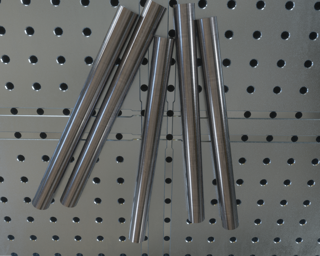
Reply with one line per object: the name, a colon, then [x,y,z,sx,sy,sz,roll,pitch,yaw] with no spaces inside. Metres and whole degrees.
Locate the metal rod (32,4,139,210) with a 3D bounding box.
metal rod: [-0.105,-0.014,0.407,0.025,0.025,0.298,26,108,-9]

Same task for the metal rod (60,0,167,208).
metal rod: [-0.068,-0.019,0.406,0.025,0.025,0.298,24,108,-9]

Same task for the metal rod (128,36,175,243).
metal rod: [-0.015,0.029,0.424,0.025,0.025,0.298,7,110,-3]

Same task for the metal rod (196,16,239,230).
metal rod: [0.080,0.008,0.417,0.025,0.025,0.298,-9,110,3]

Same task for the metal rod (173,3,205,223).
metal rod: [0.041,-0.005,0.412,0.025,0.025,0.298,-5,110,2]
